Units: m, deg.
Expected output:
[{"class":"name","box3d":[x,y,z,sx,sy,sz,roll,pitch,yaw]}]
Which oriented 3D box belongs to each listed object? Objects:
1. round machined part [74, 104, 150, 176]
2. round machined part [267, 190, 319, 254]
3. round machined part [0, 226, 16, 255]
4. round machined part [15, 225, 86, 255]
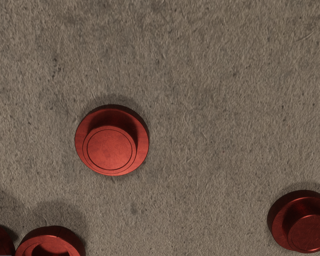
[{"class":"round machined part","box3d":[-0.063,0.021,0.408,0.099,0.042,0.097,0,110,-1]},{"class":"round machined part","box3d":[0.214,0.144,0.457,0.099,0.042,0.097,0,110,-1]},{"class":"round machined part","box3d":[-0.250,0.179,0.449,0.098,0.042,0.097,9,110,27]},{"class":"round machined part","box3d":[-0.161,0.188,0.468,0.099,0.042,0.097,0,110,-1]}]
